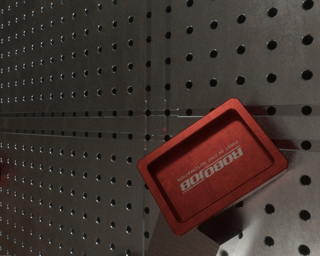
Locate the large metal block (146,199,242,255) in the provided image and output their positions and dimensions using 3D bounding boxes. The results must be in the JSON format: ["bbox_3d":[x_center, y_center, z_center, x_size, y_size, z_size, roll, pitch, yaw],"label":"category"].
[{"bbox_3d":[0.036,0.140,0.362,0.080,0.050,0.079,27,107,36],"label":"large metal block"}]

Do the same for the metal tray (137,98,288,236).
[{"bbox_3d":[0.052,0.040,0.326,0.130,0.030,0.090,-35,66,6],"label":"metal tray"}]
